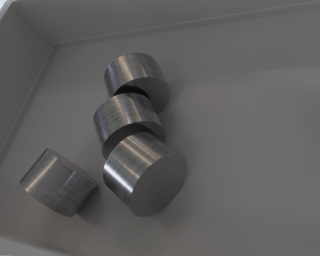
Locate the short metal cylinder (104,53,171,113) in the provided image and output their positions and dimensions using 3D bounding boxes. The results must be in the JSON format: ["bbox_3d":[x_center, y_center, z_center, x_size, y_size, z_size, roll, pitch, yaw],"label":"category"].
[{"bbox_3d":[-0.031,-0.054,0.420,0.080,0.080,0.050,-29,52,10],"label":"short metal cylinder"}]

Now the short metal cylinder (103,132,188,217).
[{"bbox_3d":[-0.016,0.051,0.347,0.050,0.080,0.080,34,81,38],"label":"short metal cylinder"}]

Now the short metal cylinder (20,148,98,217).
[{"bbox_3d":[-0.127,0.069,0.395,0.080,0.080,0.050,29,78,37],"label":"short metal cylinder"}]

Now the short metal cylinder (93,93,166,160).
[{"bbox_3d":[-0.038,0.003,0.389,0.080,0.080,0.050,-32,52,8],"label":"short metal cylinder"}]
